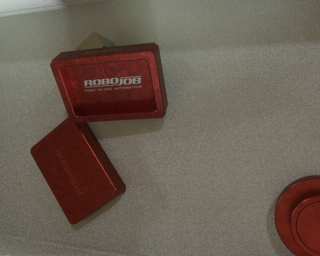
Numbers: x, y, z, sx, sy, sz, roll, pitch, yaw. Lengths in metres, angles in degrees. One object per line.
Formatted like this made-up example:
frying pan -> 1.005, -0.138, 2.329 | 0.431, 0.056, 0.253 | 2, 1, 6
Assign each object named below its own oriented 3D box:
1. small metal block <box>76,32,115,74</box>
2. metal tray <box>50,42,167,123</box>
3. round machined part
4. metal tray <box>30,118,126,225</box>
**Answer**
small metal block -> -0.089, -0.100, 0.427 | 0.050, 0.050, 0.025 | -39, 78, 16
metal tray -> -0.061, -0.055, 0.395 | 0.131, 0.030, 0.089 | -3, 123, 11
round machined part -> 0.178, 0.103, 0.339 | 0.098, 0.042, 0.097 | 0, 90, 19
metal tray -> -0.120, 0.060, 0.449 | 0.090, 0.030, 0.130 | -37, 79, 16
